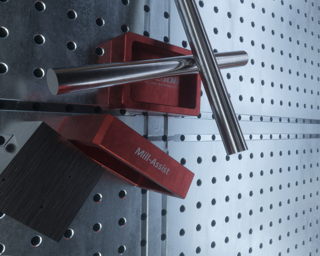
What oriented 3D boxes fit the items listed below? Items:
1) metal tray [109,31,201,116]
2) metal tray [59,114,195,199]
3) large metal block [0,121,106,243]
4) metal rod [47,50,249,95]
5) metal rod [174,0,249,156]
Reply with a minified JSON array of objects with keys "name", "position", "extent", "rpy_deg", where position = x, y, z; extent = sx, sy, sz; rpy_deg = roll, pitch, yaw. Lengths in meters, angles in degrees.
[{"name":"metal tray","position":[-0.001,-0.064,0.406],"extent":[0.131,0.030,0.089],"rpy_deg":[4,87,-40]},{"name":"metal tray","position":[-0.036,0.032,0.338],"extent":[0.130,0.090,0.030],"rpy_deg":[38,67,-34]},{"name":"large metal block","position":[-0.115,0.049,0.298],"extent":[0.080,0.050,0.080],"rpy_deg":[45,63,-31]},{"name":"metal rod","position":[0.013,-0.075,0.382],"extent":[0.302,0.025,0.025],"rpy_deg":[-16,101,-39]},{"name":"metal rod","position":[0.048,-0.111,0.388],"extent":[0.025,0.025,0.299],"rpy_deg":[-8,76,-40]}]
